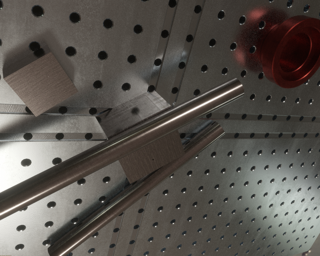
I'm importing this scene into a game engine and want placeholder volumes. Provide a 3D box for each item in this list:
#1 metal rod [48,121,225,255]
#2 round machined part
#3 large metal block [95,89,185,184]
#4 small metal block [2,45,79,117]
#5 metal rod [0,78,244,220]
[{"bbox_3d":[-0.031,0.089,0.450,0.301,0.025,0.025,-37,130,-4],"label":"metal rod"},{"bbox_3d":[0.183,-0.108,0.436,0.099,0.042,0.097,-14,125,-21],"label":"round machined part"},{"bbox_3d":[-0.023,0.010,0.390,0.080,0.050,0.080,-27,128,-12],"label":"large metal block"},{"bbox_3d":[-0.121,-0.048,0.316,0.050,0.025,0.050,-33,129,-7],"label":"small metal block"},{"bbox_3d":[-0.040,0.018,0.337,0.302,0.025,0.025,-27,128,-12],"label":"metal rod"}]
